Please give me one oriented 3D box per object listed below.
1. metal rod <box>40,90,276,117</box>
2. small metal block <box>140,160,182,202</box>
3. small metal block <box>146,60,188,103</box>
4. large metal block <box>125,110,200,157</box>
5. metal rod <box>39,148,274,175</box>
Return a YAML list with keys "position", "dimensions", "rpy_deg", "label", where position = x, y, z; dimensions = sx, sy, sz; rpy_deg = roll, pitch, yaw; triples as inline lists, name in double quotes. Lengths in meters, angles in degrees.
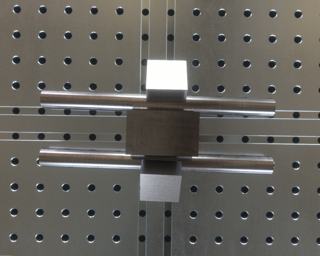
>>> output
- position: [-0.002, -0.032, 0.409]
  dimensions: [0.302, 0.025, 0.025]
  rpy_deg: [2, 90, -1]
  label: "metal rod"
- position: [0.001, 0.068, 0.398]
  dimensions: [0.050, 0.025, 0.050]
  rpy_deg: [3, 128, -1]
  label: "small metal block"
- position: [0.008, -0.060, 0.398]
  dimensions: [0.050, 0.025, 0.050]
  rpy_deg: [1, 56, -1]
  label: "small metal block"
- position: [0.003, 0.006, 0.381]
  dimensions: [0.081, 0.080, 0.050]
  rpy_deg: [2, 90, 0]
  label: "large metal block"
- position: [-0.004, 0.044, 0.410]
  dimensions: [0.302, 0.025, 0.025]
  rpy_deg: [2, 90, -1]
  label: "metal rod"
